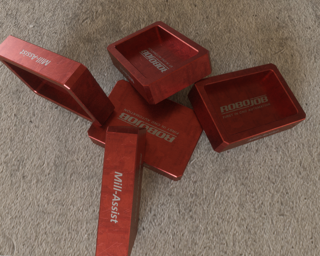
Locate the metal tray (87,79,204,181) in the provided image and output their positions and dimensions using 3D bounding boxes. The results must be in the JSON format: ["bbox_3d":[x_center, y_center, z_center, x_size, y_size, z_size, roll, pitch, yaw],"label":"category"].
[{"bbox_3d":[-0.015,0.002,0.406,0.130,0.030,0.090,24,72,8],"label":"metal tray"}]

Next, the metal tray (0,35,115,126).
[{"bbox_3d":[-0.127,-0.057,0.378,0.130,0.090,0.030,24,71,26],"label":"metal tray"}]

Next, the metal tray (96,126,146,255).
[{"bbox_3d":[-0.038,0.063,0.331,0.030,0.090,0.129,5,91,2],"label":"metal tray"}]

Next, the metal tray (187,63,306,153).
[{"bbox_3d":[0.112,-0.029,0.401,0.131,0.030,0.090,-16,70,-22],"label":"metal tray"}]

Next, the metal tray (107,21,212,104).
[{"bbox_3d":[-0.005,-0.092,0.409,0.090,0.030,0.130,-30,44,-11],"label":"metal tray"}]
